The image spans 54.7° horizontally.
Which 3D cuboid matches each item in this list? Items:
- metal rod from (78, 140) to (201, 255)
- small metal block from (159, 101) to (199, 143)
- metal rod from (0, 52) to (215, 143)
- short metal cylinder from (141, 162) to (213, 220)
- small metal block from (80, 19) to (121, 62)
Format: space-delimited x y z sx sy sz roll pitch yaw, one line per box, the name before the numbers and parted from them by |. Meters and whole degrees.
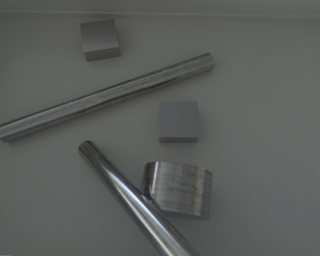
metal rod | -0.009 0.089 0.294 0.025 0.025 0.300 -40 43 -13
small metal block | 0.024 -0.008 0.413 0.050 0.025 0.050 0 70 -1
metal rod | -0.067 -0.044 0.424 0.302 0.025 0.025 -20 72 -8
short metal cylinder | 0.018 0.073 0.354 0.080 0.080 0.050 8 70 2
small metal block | -0.087 -0.129 0.456 0.050 0.025 0.050 -10 70 -4
